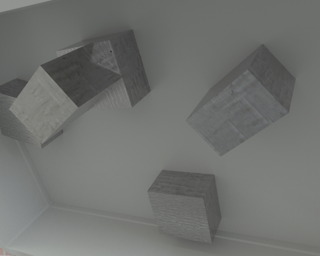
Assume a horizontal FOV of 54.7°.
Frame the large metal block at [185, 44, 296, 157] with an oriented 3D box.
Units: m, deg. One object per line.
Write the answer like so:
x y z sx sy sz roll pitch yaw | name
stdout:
0.083 -0.029 0.311 0.050 0.080 0.080 46 129 -4 | large metal block

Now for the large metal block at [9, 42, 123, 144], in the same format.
-0.100 -0.039 0.336 0.080 0.080 0.050 -35 99 38 | large metal block

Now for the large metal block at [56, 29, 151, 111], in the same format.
-0.068 -0.069 0.384 0.080 0.050 0.080 -2 118 29 | large metal block

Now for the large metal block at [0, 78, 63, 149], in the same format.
-0.205 -0.024 0.483 0.080 0.050 0.079 16 125 18 | large metal block

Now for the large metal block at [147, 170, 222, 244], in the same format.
0.037 0.110 0.440 0.080 0.050 0.079 1 119 27 | large metal block
